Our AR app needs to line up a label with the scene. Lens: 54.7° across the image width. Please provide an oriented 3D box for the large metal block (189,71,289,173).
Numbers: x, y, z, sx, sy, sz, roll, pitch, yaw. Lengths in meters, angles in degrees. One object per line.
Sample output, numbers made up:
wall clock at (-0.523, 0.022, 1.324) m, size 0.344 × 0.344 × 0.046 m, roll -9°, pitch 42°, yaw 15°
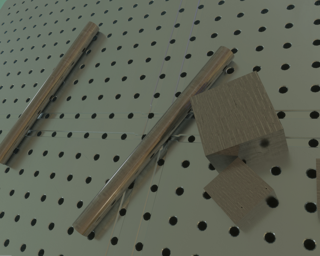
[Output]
large metal block at (0.087, -0.006, 0.350) m, size 0.080 × 0.050 × 0.080 m, roll -21°, pitch 54°, yaw 15°

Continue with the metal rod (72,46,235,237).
metal rod at (-0.003, 0.011, 0.402) m, size 0.025 × 0.025 × 0.300 m, roll 33°, pitch 80°, yaw 38°

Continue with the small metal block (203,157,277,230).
small metal block at (0.083, 0.068, 0.323) m, size 0.050 × 0.025 × 0.050 m, roll -42°, pitch 51°, yaw -1°

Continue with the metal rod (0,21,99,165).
metal rod at (-0.199, -0.070, 0.556) m, size 0.025 × 0.025 × 0.300 m, roll 19°, pitch 71°, yaw 35°

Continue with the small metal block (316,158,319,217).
small metal block at (0.172, 0.056, 0.283) m, size 0.050 × 0.025 × 0.050 m, roll -2°, pitch 61°, yaw 27°
